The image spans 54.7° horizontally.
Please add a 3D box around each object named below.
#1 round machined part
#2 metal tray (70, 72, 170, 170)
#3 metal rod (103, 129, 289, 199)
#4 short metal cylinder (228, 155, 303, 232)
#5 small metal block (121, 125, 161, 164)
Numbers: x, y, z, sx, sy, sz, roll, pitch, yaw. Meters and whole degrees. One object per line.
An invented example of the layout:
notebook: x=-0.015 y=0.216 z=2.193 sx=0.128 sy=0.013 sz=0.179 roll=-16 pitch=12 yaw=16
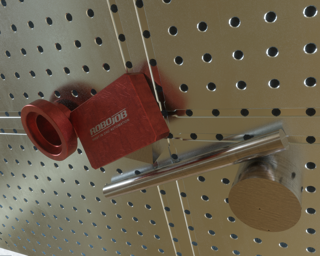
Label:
round machined part: x=-0.163 y=-0.001 z=0.477 sx=0.098 sy=0.042 sz=0.097 roll=20 pitch=131 yaw=26
metal tray: x=-0.059 y=-0.006 z=0.416 sx=0.130 sy=0.030 sz=0.090 roll=-27 pitch=86 yaw=37
metal rod: x=0.026 y=0.060 z=0.432 sx=0.299 sy=0.025 sz=0.025 roll=-23 pitch=106 yaw=36
short metal cylinder: x=0.129 y=0.078 z=0.375 sx=0.080 sy=0.050 sz=0.079 roll=13 pitch=124 yaw=20
small metal block: x=-0.028 y=0.019 z=0.436 sx=0.050 sy=0.025 sz=0.050 roll=11 pitch=123 yaw=21
